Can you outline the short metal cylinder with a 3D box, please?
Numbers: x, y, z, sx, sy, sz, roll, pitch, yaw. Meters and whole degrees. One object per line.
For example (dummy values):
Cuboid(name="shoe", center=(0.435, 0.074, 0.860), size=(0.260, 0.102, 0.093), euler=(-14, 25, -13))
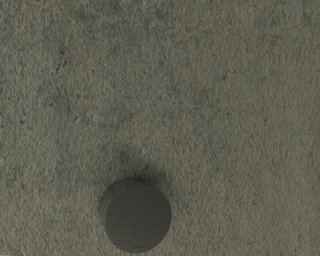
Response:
Cuboid(name="short metal cylinder", center=(-0.032, 0.106, 0.384), size=(0.081, 0.050, 0.080), euler=(0, 90, -20))
